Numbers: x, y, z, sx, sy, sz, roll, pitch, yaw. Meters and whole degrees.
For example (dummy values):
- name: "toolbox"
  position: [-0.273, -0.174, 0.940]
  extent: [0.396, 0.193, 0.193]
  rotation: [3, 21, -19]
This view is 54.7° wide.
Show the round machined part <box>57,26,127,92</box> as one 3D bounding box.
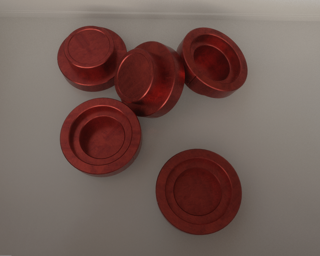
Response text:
- name: "round machined part"
  position: [-0.096, -0.104, 0.438]
  extent: [0.099, 0.042, 0.098]
  rotation: [0, 70, 0]

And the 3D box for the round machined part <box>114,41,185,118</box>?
- name: "round machined part"
  position: [-0.020, -0.063, 0.395]
  extent: [0.098, 0.042, 0.097]
  rotation: [-5, 82, 39]

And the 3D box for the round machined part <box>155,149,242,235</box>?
- name: "round machined part"
  position: [0.044, 0.077, 0.372]
  extent: [0.099, 0.042, 0.098]
  rotation: [0, 70, 0]

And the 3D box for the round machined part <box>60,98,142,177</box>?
- name: "round machined part"
  position: [-0.071, 0.014, 0.394]
  extent: [0.099, 0.042, 0.098]
  rotation: [0, 71, 1]

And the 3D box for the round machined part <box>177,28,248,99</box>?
- name: "round machined part"
  position: [0.065, -0.083, 0.419]
  extent: [0.099, 0.042, 0.098]
  rotation: [10, 64, -21]
